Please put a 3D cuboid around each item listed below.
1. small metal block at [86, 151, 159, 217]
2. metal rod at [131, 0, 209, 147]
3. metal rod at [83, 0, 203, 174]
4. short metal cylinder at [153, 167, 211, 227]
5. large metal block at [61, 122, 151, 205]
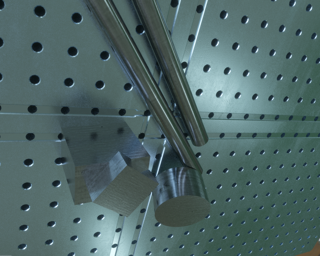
[{"bbox_3d":[-0.038,0.060,0.324,0.050,0.025,0.050,-48,129,5],"label":"small metal block"},{"bbox_3d":[0.007,-0.087,0.361,0.025,0.025,0.299,-32,129,-7],"label":"metal rod"},{"bbox_3d":[-0.005,-0.031,0.389,0.025,0.025,0.299,-35,129,-5],"label":"metal rod"},{"bbox_3d":[0.030,0.103,0.459,0.081,0.050,0.079,-5,132,-5],"label":"short metal cylinder"},{"bbox_3d":[-0.067,0.037,0.362,0.081,0.080,0.050,-5,121,-26],"label":"large metal block"}]
